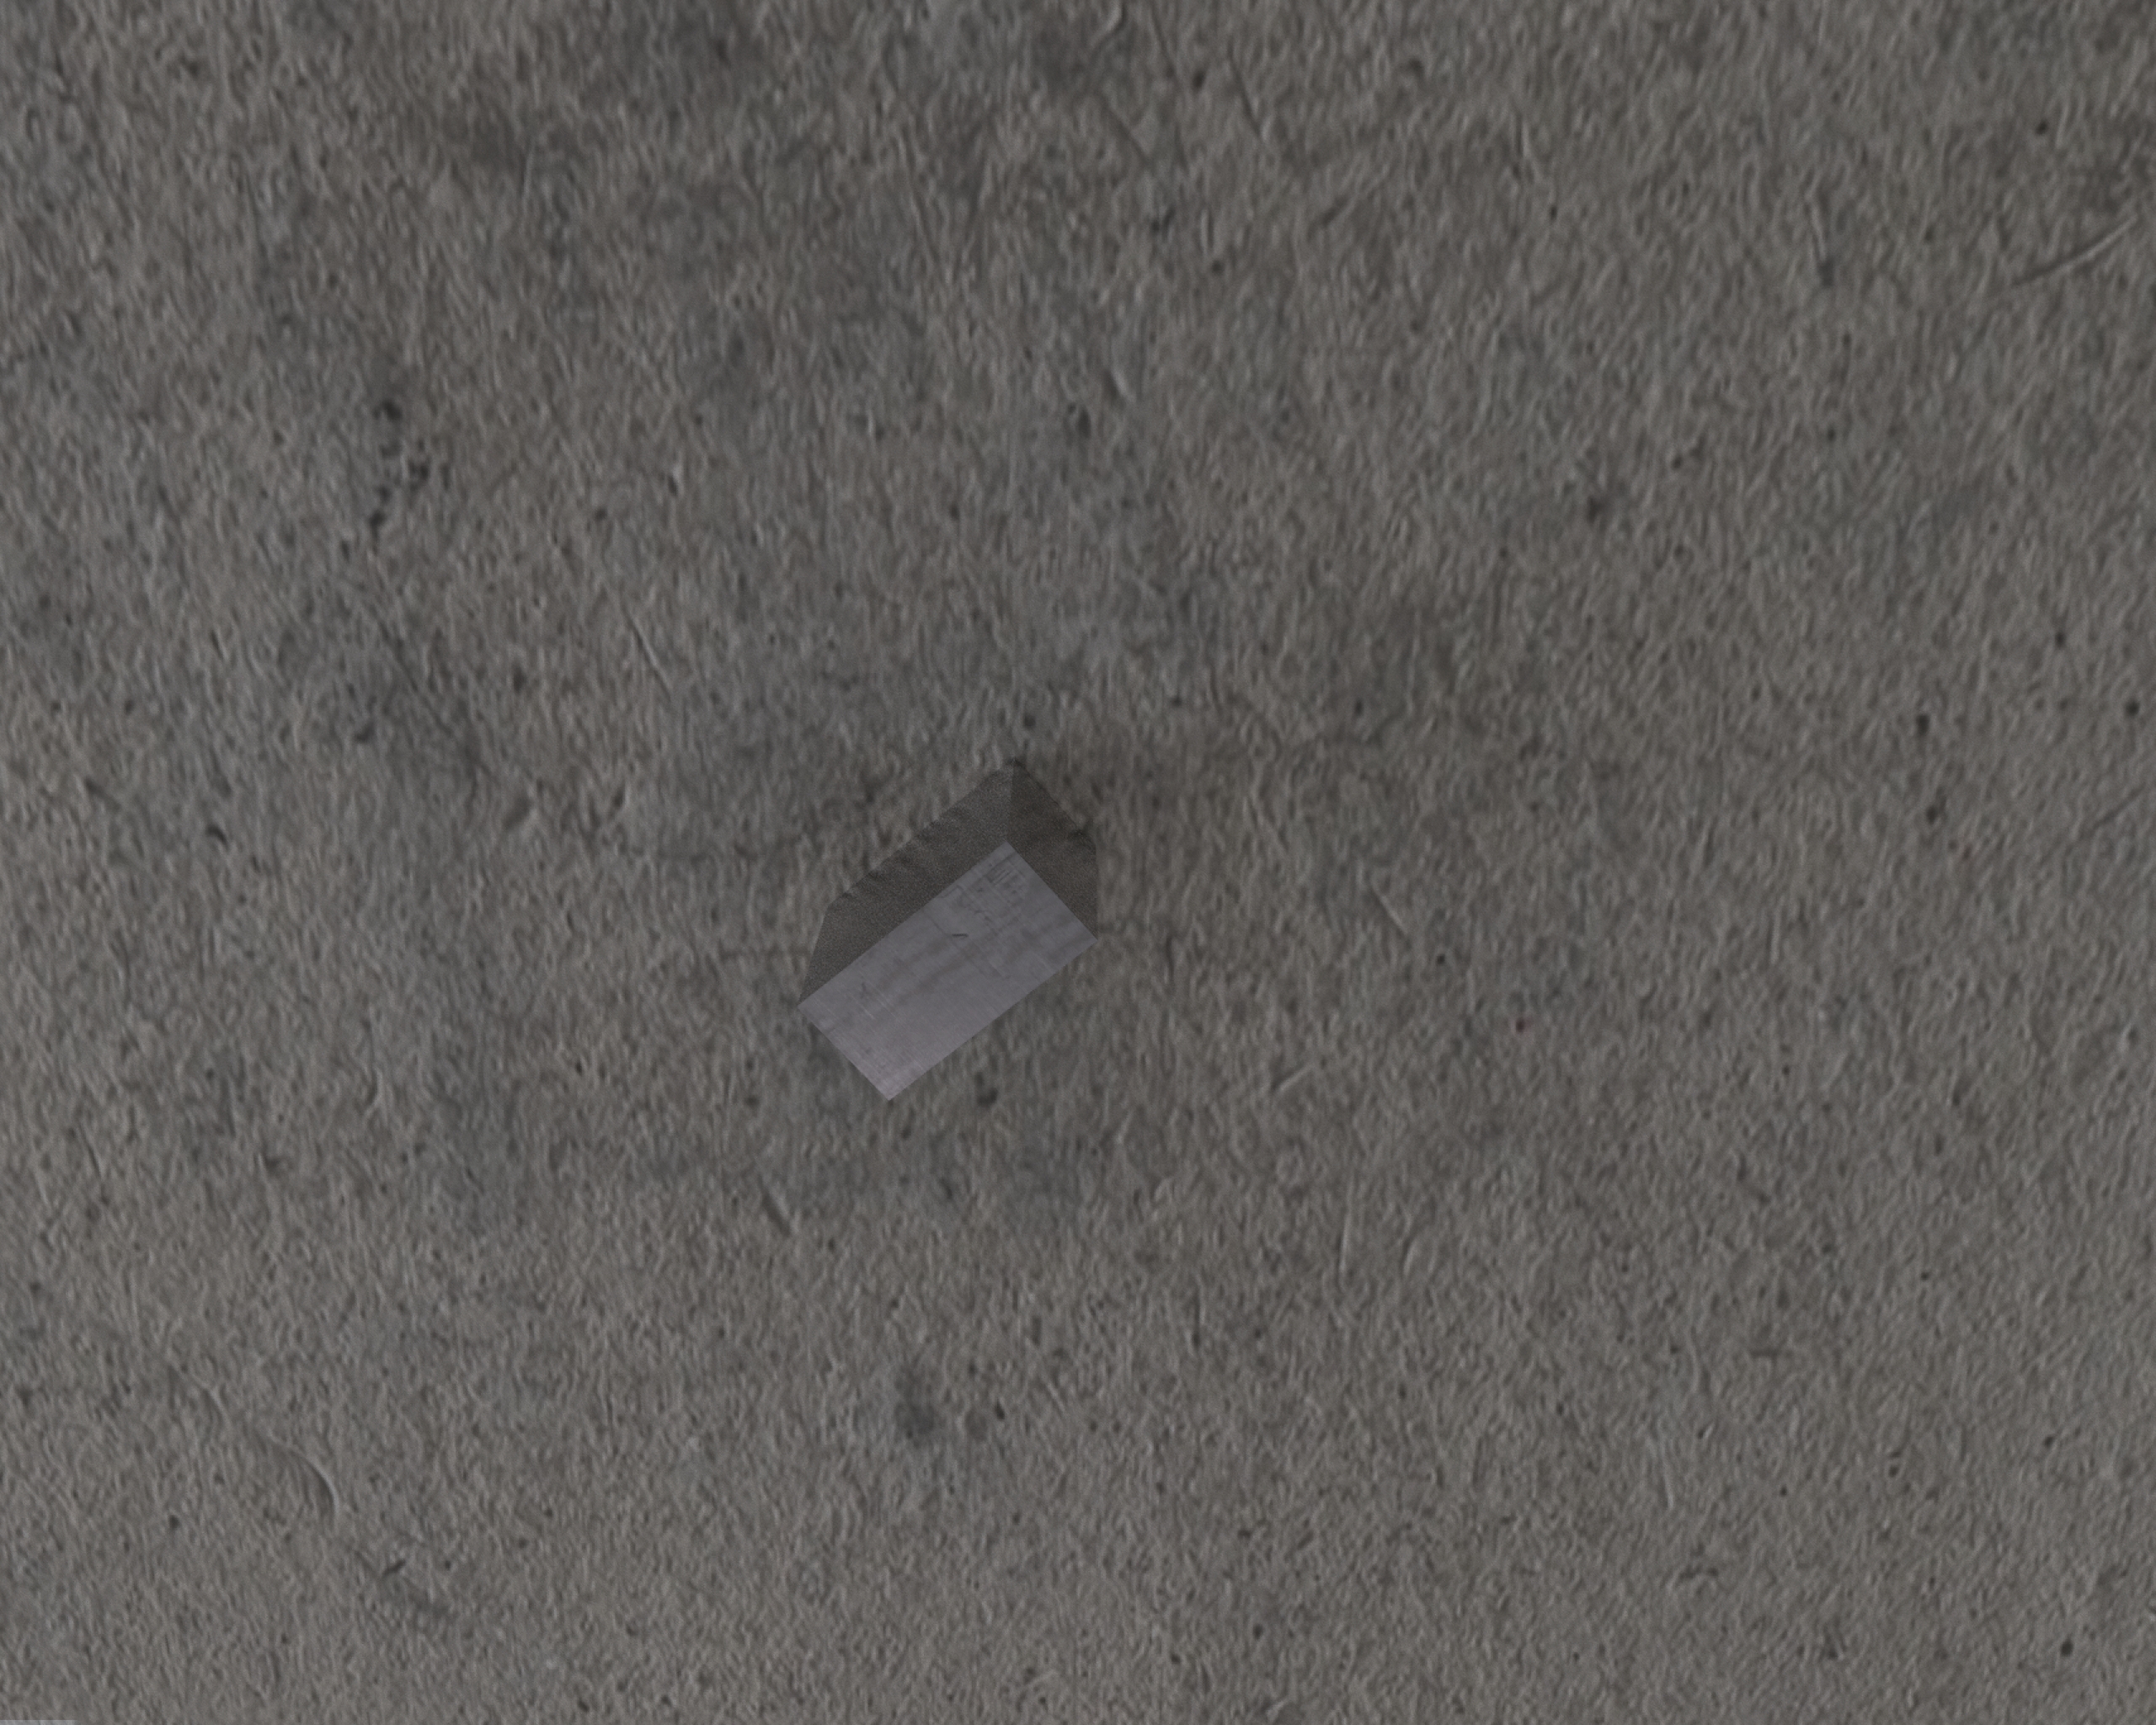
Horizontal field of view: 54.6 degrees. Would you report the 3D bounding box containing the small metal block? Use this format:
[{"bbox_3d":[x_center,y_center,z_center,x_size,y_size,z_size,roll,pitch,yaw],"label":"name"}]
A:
[{"bbox_3d":[-0.024,0.011,0.400,0.050,0.050,0.025,-38,106,13],"label":"small metal block"}]
